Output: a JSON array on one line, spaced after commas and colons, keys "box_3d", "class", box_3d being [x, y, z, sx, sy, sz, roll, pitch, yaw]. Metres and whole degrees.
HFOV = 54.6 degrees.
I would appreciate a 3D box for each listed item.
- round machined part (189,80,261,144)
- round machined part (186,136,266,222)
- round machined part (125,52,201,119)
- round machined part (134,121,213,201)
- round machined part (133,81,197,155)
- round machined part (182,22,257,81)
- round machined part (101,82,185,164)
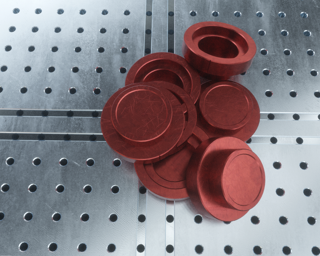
[{"box_3d": [0.084, -0.022, 0.411, 0.099, 0.042, 0.098, 0, 70, 0], "class": "round machined part"}, {"box_3d": [0.082, 0.058, 0.356, 0.099, 0.042, 0.098, 3, 84, -32], "class": "round machined part"}, {"box_3d": [0.004, -0.050, 0.421, 0.099, 0.042, 0.098, 0, 70, 0], "class": "round machined part"}, {"box_3d": [0.018, 0.041, 0.388, 0.099, 0.042, 0.098, 0, 70, 0], "class": "round machined part"}, {"box_3d": [-0.003, -0.009, 0.406, 0.099, 0.042, 0.098, 0, 70, 0], "class": "round machined part"}, {"box_3d": [0.078, -0.102, 0.429, 0.099, 0.042, 0.098, 4, 49, -5], "class": "round machined part"}, {"box_3d": [-0.020, -0.010, 0.361, 0.099, 0.042, 0.098, 0, 70, 0], "class": "round machined part"}]
